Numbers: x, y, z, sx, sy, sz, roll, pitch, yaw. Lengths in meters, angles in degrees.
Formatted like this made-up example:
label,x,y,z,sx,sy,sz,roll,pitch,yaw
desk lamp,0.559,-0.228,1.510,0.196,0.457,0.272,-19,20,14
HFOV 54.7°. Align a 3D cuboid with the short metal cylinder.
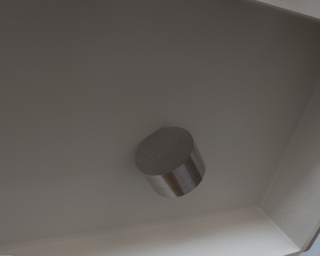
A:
label,x,y,z,sx,sy,sz,roll,pitch,yaw
short metal cylinder,0.014,0.044,0.410,0.080,0.080,0.050,-34,129,-6
